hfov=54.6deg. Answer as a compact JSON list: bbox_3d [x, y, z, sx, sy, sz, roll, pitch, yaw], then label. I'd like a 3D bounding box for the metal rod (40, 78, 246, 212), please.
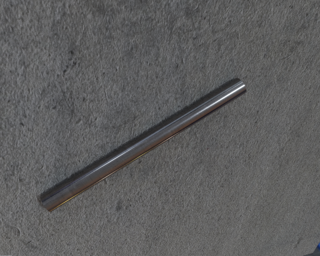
[{"bbox_3d":[-0.015,0.018,0.411,0.301,0.025,0.025,-31,129,-8],"label":"metal rod"}]
